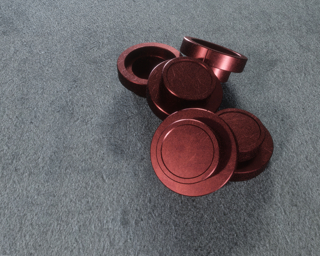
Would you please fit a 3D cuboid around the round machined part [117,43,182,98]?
[{"bbox_3d":[-0.013,-0.082,0.462,0.099,0.042,0.098,0,50,0],"label":"round machined part"}]

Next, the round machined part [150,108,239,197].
[{"bbox_3d":[0.035,0.026,0.339,0.098,0.042,0.097,-2,83,19],"label":"round machined part"}]

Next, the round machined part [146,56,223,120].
[{"bbox_3d":[0.033,-0.052,0.395,0.099,0.042,0.098,4,60,-7],"label":"round machined part"}]

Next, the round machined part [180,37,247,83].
[{"bbox_3d":[0.075,-0.100,0.460,0.099,0.042,0.098,16,23,-7],"label":"round machined part"}]

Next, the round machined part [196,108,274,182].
[{"bbox_3d":[0.091,0.013,0.383,0.099,0.042,0.098,0,50,0],"label":"round machined part"}]
